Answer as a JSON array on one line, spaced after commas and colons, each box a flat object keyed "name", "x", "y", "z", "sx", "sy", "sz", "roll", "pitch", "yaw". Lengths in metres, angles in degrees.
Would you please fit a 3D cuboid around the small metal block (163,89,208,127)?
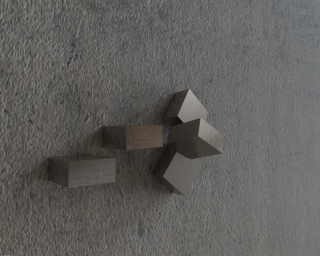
[{"name": "small metal block", "x": 0.037, "y": -0.017, "z": 0.429, "sx": 0.050, "sy": 0.025, "sz": 0.050, "roll": 46, "pitch": 51, "yaw": -30}]

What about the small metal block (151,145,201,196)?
[{"name": "small metal block", "x": 0.023, "y": 0.057, "z": 0.424, "sx": 0.050, "sy": 0.025, "sz": 0.050, "roll": 46, "pitch": 63, "yaw": -31}]

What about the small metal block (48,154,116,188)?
[{"name": "small metal block", "x": -0.081, "y": 0.043, "z": 0.320, "sx": 0.050, "sy": 0.050, "sz": 0.025, "roll": 0, "pitch": 90, "yaw": -40}]

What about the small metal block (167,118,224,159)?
[{"name": "small metal block", "x": 0.046, "y": 0.015, "z": 0.396, "sx": 0.050, "sy": 0.050, "sz": 0.025, "roll": 34, "pitch": 55, "yaw": -35}]

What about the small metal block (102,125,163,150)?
[{"name": "small metal block", "x": -0.032, "y": 0.010, "z": 0.361, "sx": 0.050, "sy": 0.050, "sz": 0.025, "roll": -2, "pitch": 92, "yaw": -40}]
